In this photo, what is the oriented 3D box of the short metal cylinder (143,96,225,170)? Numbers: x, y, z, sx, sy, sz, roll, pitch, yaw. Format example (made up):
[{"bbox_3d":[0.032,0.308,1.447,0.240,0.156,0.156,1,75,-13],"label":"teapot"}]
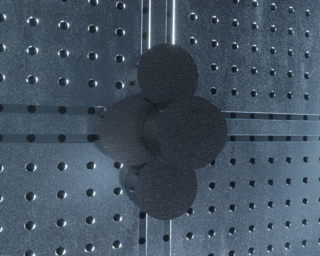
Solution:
[{"bbox_3d":[0.026,0.005,0.355,0.081,0.050,0.079,0,90,-20],"label":"short metal cylinder"}]

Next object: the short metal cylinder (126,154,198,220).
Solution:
[{"bbox_3d":[0.001,0.072,0.399,0.081,0.050,0.080,1,88,-20],"label":"short metal cylinder"}]

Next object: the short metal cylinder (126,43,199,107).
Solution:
[{"bbox_3d":[0.002,-0.064,0.400,0.081,0.050,0.079,0,90,-21],"label":"short metal cylinder"}]

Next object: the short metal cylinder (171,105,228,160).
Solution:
[{"bbox_3d":[0.042,0.005,0.414,0.081,0.050,0.079,0,90,-20],"label":"short metal cylinder"}]

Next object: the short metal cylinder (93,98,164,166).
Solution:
[{"bbox_3d":[-0.039,0.004,0.385,0.081,0.050,0.079,0,90,-20],"label":"short metal cylinder"}]
